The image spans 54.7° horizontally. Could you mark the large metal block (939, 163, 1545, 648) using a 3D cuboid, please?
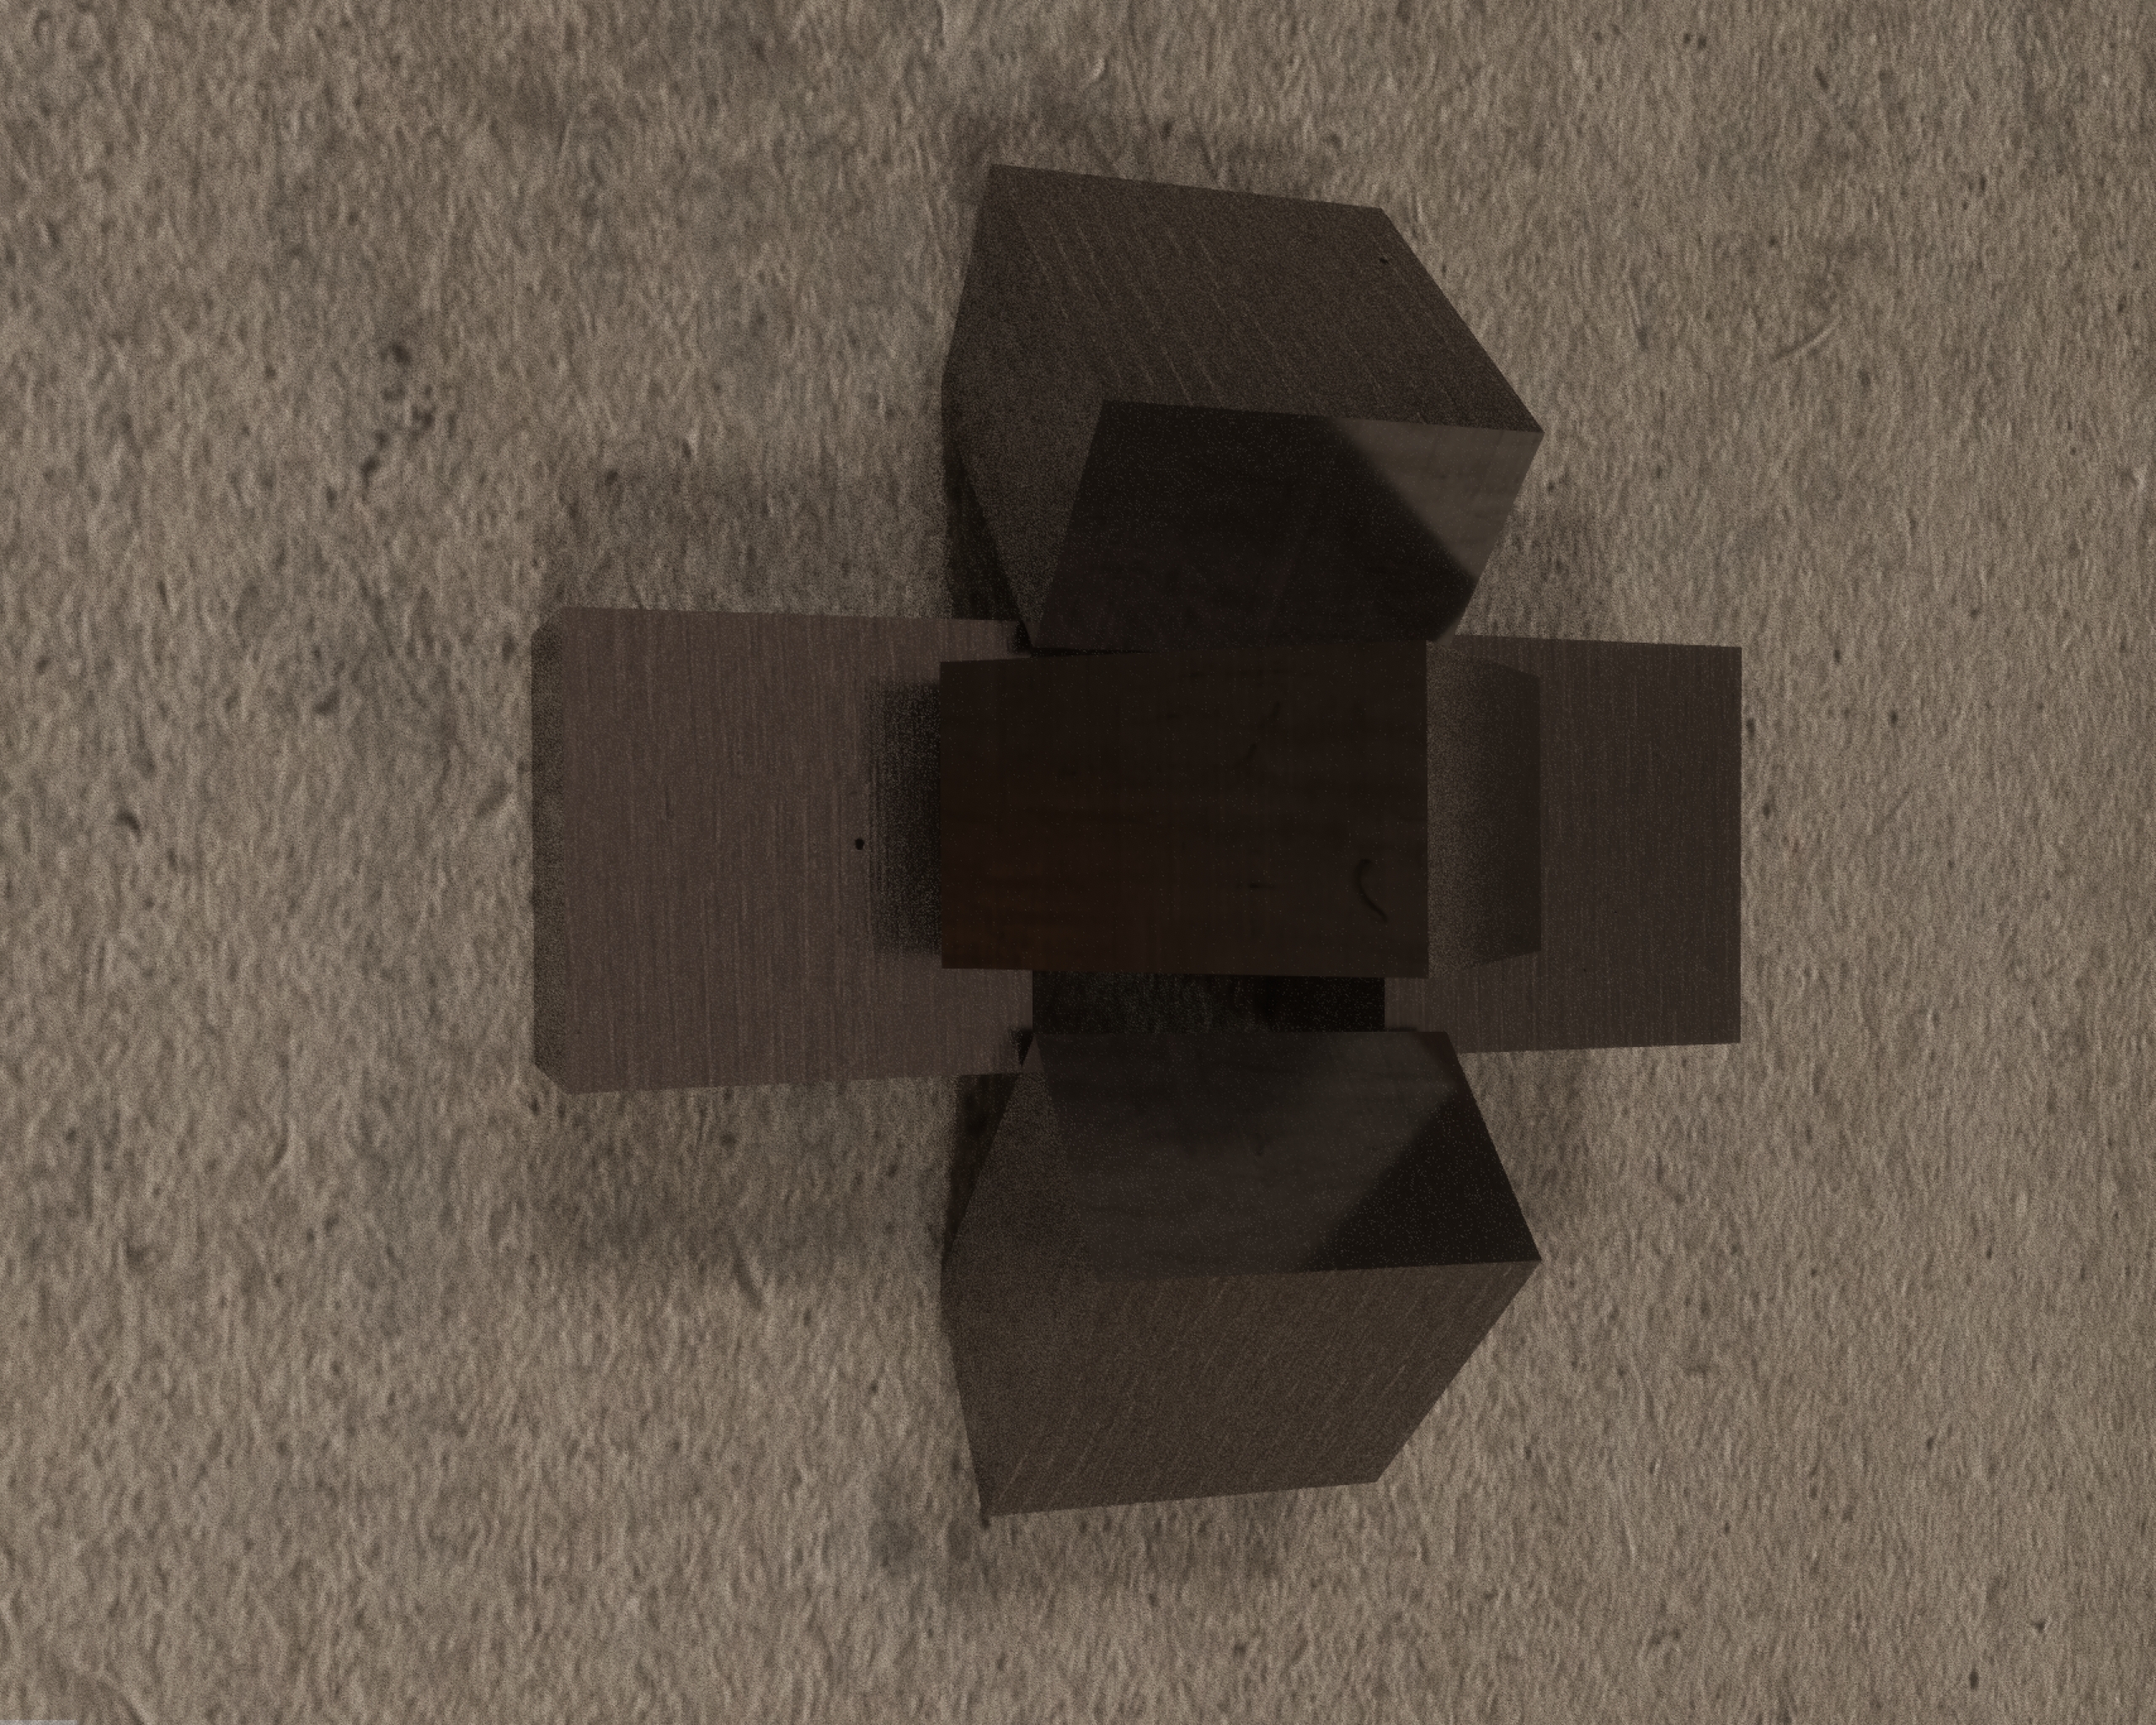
[{"bbox_3d":[0.026,-0.083,0.385,0.081,0.080,0.050,0,134,-20],"label":"large metal block"}]

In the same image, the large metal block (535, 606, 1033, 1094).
[{"bbox_3d":[-0.055,-0.003,0.377,0.081,0.050,0.079,-1,90,-21],"label":"large metal block"}]

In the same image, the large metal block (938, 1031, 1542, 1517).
[{"bbox_3d":[0.026,0.076,0.385,0.081,0.079,0.050,1,47,-19],"label":"large metal block"}]

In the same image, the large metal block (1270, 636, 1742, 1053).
[{"bbox_3d":[0.087,-0.004,0.427,0.081,0.050,0.079,0,90,-21],"label":"large metal block"}]

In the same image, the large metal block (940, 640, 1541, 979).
[{"bbox_3d":[0.031,-0.008,0.358,0.080,0.080,0.050,0,91,24],"label":"large metal block"}]
